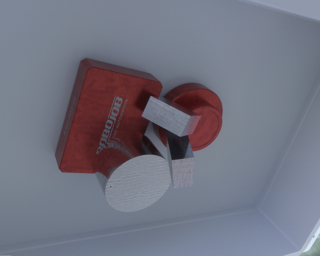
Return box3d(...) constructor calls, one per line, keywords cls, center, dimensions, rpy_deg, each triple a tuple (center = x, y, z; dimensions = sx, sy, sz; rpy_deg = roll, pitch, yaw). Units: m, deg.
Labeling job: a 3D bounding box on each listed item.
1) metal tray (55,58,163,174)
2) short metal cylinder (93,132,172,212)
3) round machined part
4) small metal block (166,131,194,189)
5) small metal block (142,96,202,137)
box3d(cls="metal tray", center=(-0.061, -0.007, 0.364), dimensions=(0.091, 0.030, 0.129), rpy_deg=(8, 114, -32))
box3d(cls="short metal cylinder", center=(-0.033, 0.051, 0.367), dimensions=(0.081, 0.050, 0.079), rpy_deg=(-14, 125, -21))
box3d(cls="round machined part", center=(0.044, -0.008, 0.416), dimensions=(0.099, 0.042, 0.097), rpy_deg=(-14, 125, -21))
box3d(cls="small metal block", center=(0.024, 0.037, 0.378), dimensions=(0.025, 0.050, 0.050), rpy_deg=(-7, 130, -3))
box3d(cls="small metal block", center=(0.015, -0.014, 0.358), dimensions=(0.025, 0.050, 0.050), rpy_deg=(-65, 163, 12))
